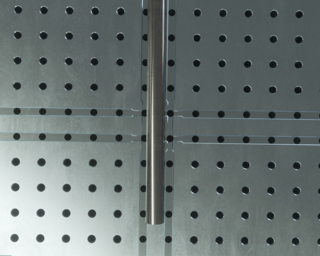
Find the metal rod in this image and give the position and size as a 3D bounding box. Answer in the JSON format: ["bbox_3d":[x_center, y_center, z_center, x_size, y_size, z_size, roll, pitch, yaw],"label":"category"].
[{"bbox_3d":[-0.005,-0.024,0.414,0.025,0.025,0.298,1,90,0],"label":"metal rod"}]
